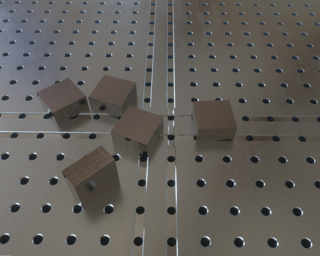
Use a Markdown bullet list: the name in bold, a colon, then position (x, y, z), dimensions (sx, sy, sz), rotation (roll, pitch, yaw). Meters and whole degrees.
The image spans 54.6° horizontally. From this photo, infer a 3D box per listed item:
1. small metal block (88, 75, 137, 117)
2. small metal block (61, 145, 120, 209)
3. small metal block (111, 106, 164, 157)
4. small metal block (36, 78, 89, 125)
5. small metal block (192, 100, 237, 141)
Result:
- **small metal block**: position (-0.067, -0.046, 0.446), dimensions (0.050, 0.025, 0.050), rotation (15, 52, 12)
- **small metal block**: position (-0.075, 0.055, 0.345), dimensions (0.050, 0.050, 0.025), rotation (-34, 58, -25)
- **small metal block**: position (-0.028, 0.003, 0.405), dimensions (0.050, 0.025, 0.050), rotation (19, 53, 15)
- **small metal block**: position (-0.138, -0.039, 0.440), dimensions (0.050, 0.025, 0.050), rotation (-32, 57, -24)
- **small metal block**: position (0.072, -0.010, 0.417), dimensions (0.050, 0.025, 0.050), rotation (-2, 50, -2)
